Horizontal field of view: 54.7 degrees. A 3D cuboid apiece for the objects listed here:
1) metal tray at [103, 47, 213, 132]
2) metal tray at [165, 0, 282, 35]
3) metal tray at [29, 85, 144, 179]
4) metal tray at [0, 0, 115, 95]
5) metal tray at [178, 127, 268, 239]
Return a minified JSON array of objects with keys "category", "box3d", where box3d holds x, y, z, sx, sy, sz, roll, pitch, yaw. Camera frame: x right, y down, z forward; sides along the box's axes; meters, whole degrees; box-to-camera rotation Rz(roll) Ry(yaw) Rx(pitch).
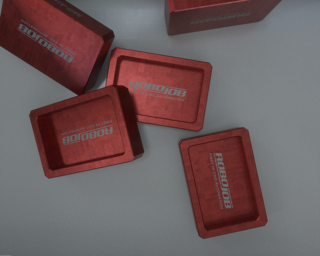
[{"category":"metal tray","box3d":[-0.004,-0.049,0.408,0.131,0.030,0.089,9,90,-1]},{"category":"metal tray","box3d":[0.073,-0.150,0.379,0.131,0.090,0.030,-9,90,-1]},{"category":"metal tray","box3d":[-0.093,0.006,0.384,0.130,0.030,0.089,-14,91,21]},{"category":"metal tray","box3d":[-0.131,-0.111,0.384,0.130,0.030,0.089,33,125,-1]},{"category":"metal tray","box3d":[0.081,0.070,0.410,0.091,0.030,0.129,-12,90,-1]}]
